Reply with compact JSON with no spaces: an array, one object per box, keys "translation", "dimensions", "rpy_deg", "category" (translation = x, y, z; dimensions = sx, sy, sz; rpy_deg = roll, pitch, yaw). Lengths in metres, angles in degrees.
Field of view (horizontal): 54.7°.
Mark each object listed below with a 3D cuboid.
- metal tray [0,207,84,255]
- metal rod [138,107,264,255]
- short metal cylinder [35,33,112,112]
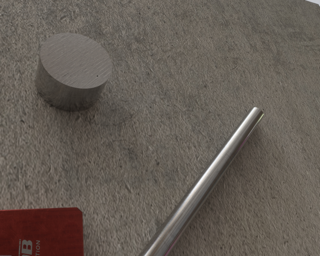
[{"translation":[-0.111,0.136,0.258],"dimensions":[0.091,0.030,0.130],"rpy_deg":[5,60,-26],"category":"metal tray"},{"translation":[0.071,0.058,0.405],"dimensions":[0.025,0.025,0.302],"rpy_deg":[45,51,2],"category":"metal rod"},{"translation":[-0.104,-0.066,0.372],"dimensions":[0.081,0.050,0.080],"rpy_deg":[14,56,-21],"category":"short metal cylinder"}]
